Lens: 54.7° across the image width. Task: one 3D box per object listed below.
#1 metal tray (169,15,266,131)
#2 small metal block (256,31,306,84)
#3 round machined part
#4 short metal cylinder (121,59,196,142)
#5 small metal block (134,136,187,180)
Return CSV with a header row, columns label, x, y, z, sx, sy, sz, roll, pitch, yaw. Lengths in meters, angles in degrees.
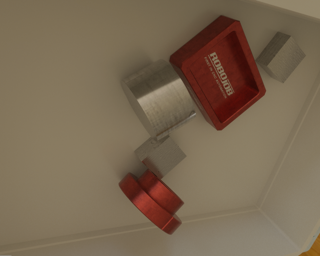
label,x,y,z,sx,sy,sz,roll,pitch,yaw
metal tray,0.081,-0.067,0.409,0.090,0.030,0.130,-40,130,-2
small metal block,0.173,-0.100,0.444,0.050,0.025,0.050,29,102,-38
round machined part,-0.006,0.093,0.418,0.042,0.098,0.098,-47,130,-6
short metal cylinder,-0.003,-0.031,0.354,0.050,0.080,0.080,-31,129,-9
small metal block,0.001,0.036,0.433,0.050,0.025,0.050,-42,130,-2
